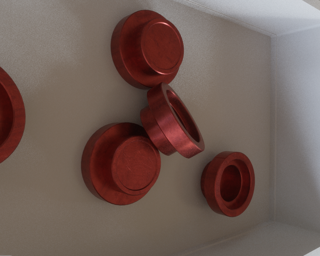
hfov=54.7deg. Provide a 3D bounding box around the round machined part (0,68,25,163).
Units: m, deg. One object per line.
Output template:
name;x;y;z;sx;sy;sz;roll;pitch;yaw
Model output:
round machined part;-0.164;-0.011;0.245;0.098;0.042;0.098;23;62;-52

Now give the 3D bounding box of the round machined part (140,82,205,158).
round machined part;0.012;-0.005;0.383;0.098;0.042;0.098;52;17;-22

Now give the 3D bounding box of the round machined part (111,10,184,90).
round machined part;-0.008;-0.098;0.388;0.099;0.042;0.097;0;90;-40

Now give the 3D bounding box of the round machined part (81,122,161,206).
round machined part;-0.038;0.042;0.364;0.099;0.042;0.097;0;90;-40

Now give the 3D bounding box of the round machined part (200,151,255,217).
round machined part;0.101;0.084;0.480;0.099;0.042;0.097;0;90;-40
